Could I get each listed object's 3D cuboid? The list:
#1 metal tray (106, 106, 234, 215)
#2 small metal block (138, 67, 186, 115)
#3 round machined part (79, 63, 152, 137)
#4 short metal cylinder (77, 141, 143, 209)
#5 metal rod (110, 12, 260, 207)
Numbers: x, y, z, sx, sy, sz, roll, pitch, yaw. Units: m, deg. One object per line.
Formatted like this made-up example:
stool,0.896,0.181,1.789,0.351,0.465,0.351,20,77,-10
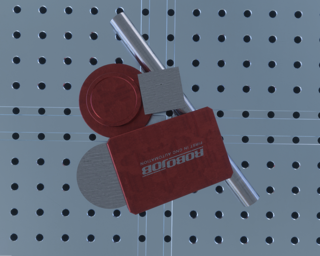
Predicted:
metal tray,0.012,0.036,0.369,0.131,0.030,0.090,-18,90,-13
small metal block,0.003,-0.046,0.386,0.050,0.025,0.050,-10,93,5
round machined part,-0.056,-0.035,0.400,0.099,0.042,0.097,0,90,1
short metal cylinder,-0.060,0.057,0.396,0.081,0.050,0.079,0,90,0
metal rod,0.033,-0.024,0.410,0.025,0.025,0.299,-36,90,0
